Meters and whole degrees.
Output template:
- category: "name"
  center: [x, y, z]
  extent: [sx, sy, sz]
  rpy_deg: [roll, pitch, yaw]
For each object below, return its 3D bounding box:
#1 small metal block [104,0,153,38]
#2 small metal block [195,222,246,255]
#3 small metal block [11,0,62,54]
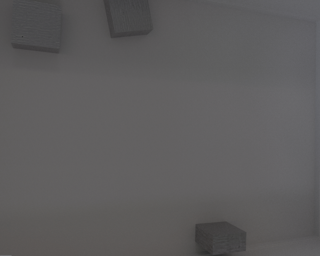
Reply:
- category: "small metal block"
  center: [-0.041, -0.145, 0.395]
  extent: [0.050, 0.025, 0.050]
  rpy_deg: [-12, 94, -20]
- category: "small metal block"
  center: [0.083, 0.151, 0.428]
  extent: [0.050, 0.050, 0.025]
  rpy_deg: [2, 90, -20]
- category: "small metal block"
  center: [-0.142, -0.117, 0.358]
  extent: [0.050, 0.025, 0.050]
  rpy_deg: [3, 89, -20]
